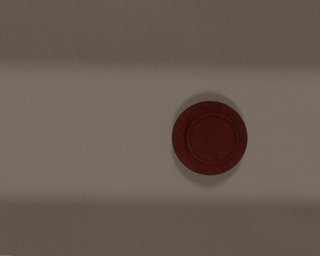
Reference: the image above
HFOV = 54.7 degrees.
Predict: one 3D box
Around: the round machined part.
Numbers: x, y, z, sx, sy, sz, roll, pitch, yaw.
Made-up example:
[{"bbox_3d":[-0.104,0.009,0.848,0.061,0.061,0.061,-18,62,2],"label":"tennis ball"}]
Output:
[{"bbox_3d":[0.066,0.013,0.404,0.099,0.042,0.097,0,90,-1],"label":"round machined part"}]
